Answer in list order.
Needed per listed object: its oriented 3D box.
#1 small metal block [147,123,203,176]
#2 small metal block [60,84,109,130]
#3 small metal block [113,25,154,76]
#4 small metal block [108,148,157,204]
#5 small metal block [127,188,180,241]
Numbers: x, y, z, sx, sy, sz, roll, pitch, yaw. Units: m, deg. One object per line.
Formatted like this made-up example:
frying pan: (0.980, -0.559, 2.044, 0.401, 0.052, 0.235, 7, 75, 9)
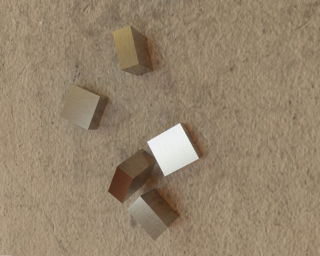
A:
small metal block: (0.020, 0.028, 0.401, 0.050, 0.025, 0.050, -30, 80, 17)
small metal block: (-0.109, -0.030, 0.446, 0.050, 0.025, 0.050, 24, 98, 18)
small metal block: (-0.034, -0.100, 0.407, 0.025, 0.050, 0.050, -14, 86, 19)
small metal block: (-0.035, 0.061, 0.398, 0.025, 0.050, 0.050, 36, 129, 16)
small metal block: (-0.007, 0.109, 0.397, 0.050, 0.050, 0.025, 46, 104, 14)
